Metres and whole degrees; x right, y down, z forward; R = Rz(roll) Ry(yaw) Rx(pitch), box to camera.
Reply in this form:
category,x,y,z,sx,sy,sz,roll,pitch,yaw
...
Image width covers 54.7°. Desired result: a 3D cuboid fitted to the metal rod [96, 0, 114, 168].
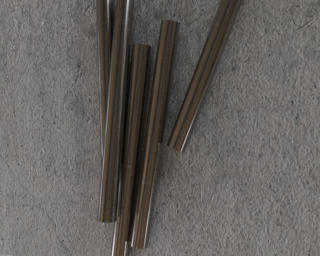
category,x,y,z,sx,sy,sz,roll,pitch,yaw
metal rod,-0.074,-0.074,0.435,0.025,0.025,0.298,-2,89,20

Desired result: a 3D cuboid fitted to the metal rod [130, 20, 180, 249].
category,x,y,z,sx,sy,sz,roll,pitch,yaw
metal rod,-0.007,0.010,0.411,0.025,0.025,0.298,9,93,20

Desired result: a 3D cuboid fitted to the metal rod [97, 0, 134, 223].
category,x,y,z,sx,sy,sz,roll,pitch,yaw
metal rod,-0.058,-0.029,0.412,0.025,0.025,0.298,2,85,20

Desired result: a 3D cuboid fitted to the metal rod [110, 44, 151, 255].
category,x,y,z,sx,sy,sz,roll,pitch,yaw
metal rod,-0.040,0.038,0.423,0.025,0.025,0.298,7,92,20

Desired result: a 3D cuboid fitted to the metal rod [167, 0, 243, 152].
category,x,y,z,sx,sy,sz,roll,pitch,yaw
metal rod,0.072,-0.113,0.383,0.025,0.025,0.298,23,97,18
